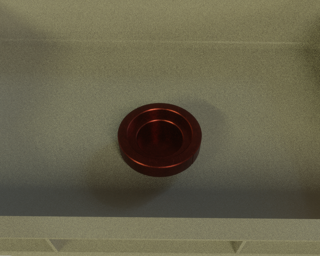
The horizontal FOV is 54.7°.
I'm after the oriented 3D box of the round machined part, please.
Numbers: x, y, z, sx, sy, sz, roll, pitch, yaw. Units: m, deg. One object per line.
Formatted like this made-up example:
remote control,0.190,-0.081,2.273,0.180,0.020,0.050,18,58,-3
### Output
round machined part,0.000,0.018,0.379,0.099,0.042,0.098,0,50,0
